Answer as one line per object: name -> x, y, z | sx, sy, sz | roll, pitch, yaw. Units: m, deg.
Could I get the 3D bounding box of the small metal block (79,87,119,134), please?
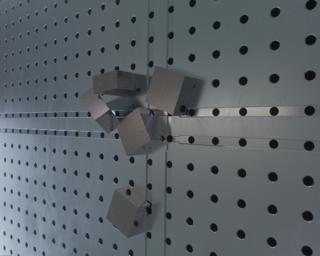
small metal block -> -0.088, -0.026, 0.464 | 0.025, 0.050, 0.050 | -36, 63, -4

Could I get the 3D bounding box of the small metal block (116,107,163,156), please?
small metal block -> -0.030, 0.006, 0.435 | 0.050, 0.025, 0.050 | -34, 69, 35

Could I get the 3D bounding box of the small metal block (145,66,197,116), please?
small metal block -> 0.013, -0.048, 0.400 | 0.050, 0.025, 0.050 | 27, 107, 37

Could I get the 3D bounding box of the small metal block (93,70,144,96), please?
small metal block -> -0.059, -0.063, 0.444 | 0.050, 0.050, 0.025 | -5, 87, 40

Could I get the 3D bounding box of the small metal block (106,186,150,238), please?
small metal block -> -0.047, 0.121, 0.450 | 0.050, 0.025, 0.050 | 30, 108, 36
